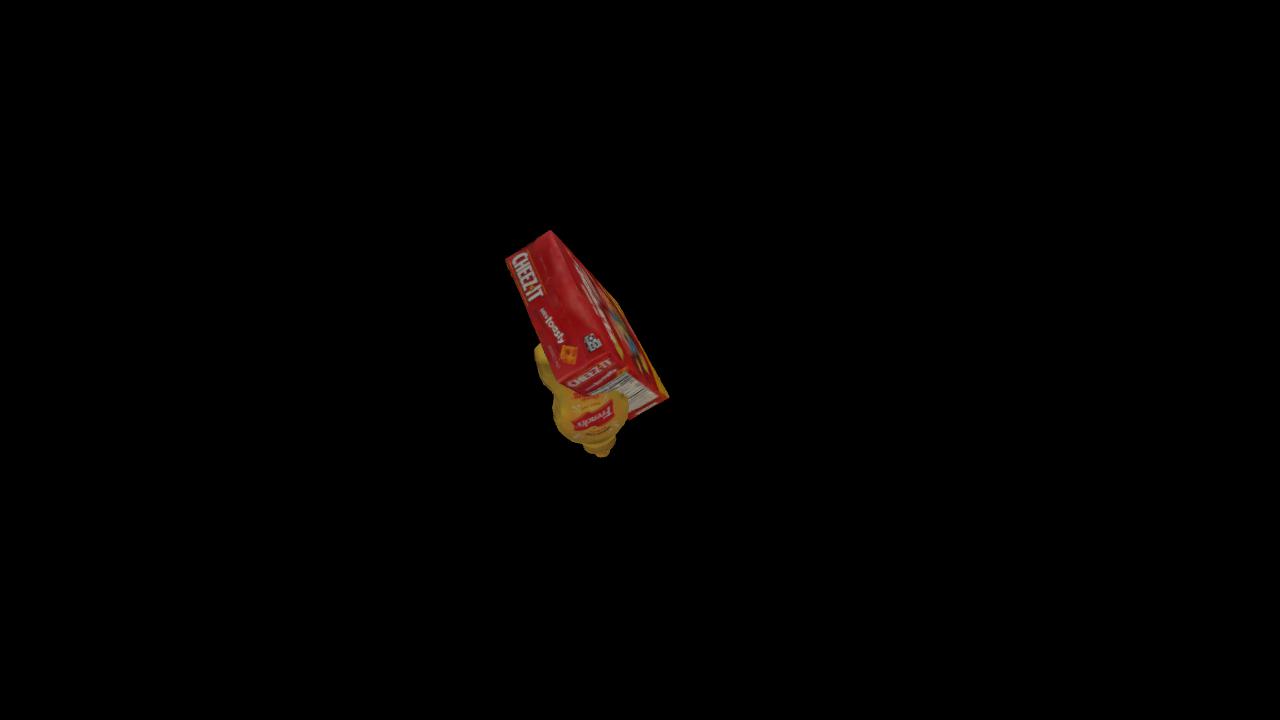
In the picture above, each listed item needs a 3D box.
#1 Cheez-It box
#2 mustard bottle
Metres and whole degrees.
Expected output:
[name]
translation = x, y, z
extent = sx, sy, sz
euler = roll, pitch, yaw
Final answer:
[Cheez-It box]
translation = -0.056, -0.029, 0.734
extent = 0.071, 0.166, 0.223
euler = -31, -23, 7
[mustard bottle]
translation = -0.059, 0.049, 0.714
extent = 0.092, 0.184, 0.054
euler = -20, 42, -12
